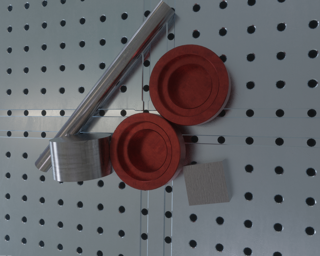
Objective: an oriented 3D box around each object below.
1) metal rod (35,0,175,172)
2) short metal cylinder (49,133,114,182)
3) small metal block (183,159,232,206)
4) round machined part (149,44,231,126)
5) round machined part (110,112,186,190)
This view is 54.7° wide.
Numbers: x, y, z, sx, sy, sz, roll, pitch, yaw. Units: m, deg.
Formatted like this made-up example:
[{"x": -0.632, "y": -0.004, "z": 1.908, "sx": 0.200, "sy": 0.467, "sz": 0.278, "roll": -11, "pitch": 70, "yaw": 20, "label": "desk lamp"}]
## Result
[{"x": -0.085, "y": -0.051, "z": 0.442, "sx": 0.025, "sy": 0.025, "sz": 0.299, "roll": 44, "pitch": 103, "yaw": 14, "label": "metal rod"}, {"x": -0.104, "y": 0.037, "z": 0.417, "sx": 0.080, "sy": 0.080, "sz": 0.050, "roll": -2, "pitch": 96, "yaw": 20, "label": "short metal cylinder"}, {"x": 0.060, "y": 0.068, "z": 0.391, "sx": 0.050, "sy": 0.025, "sz": 0.050, "roll": -11, "pitch": 87, "yaw": 19, "label": "small metal block"}, {"x": 0.039, "y": -0.051, "z": 0.390, "sx": 0.098, "sy": 0.042, "sz": 0.097, "roll": 0, "pitch": 90, "yaw": 20, "label": "round machined part"}, {"x": -0.013, "y": 0.029, "z": 0.406, "sx": 0.098, "sy": 0.042, "sz": 0.097, "roll": 0, "pitch": 89, "yaw": 22, "label": "round machined part"}]
